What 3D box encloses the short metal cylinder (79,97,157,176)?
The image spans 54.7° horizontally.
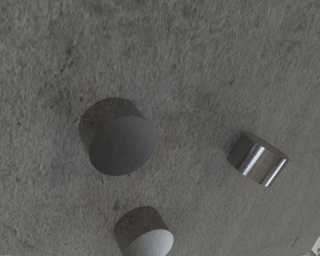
[{"bbox_3d":[-0.051,0.010,0.370,0.081,0.050,0.079,-14,125,-21],"label":"short metal cylinder"}]

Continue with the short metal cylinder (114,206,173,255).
[{"bbox_3d":[-0.026,0.170,0.484,0.081,0.050,0.079,-14,125,-21],"label":"short metal cylinder"}]

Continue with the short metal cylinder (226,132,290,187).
[{"bbox_3d":[0.153,0.047,0.487,0.080,0.080,0.050,19,108,-36],"label":"short metal cylinder"}]
